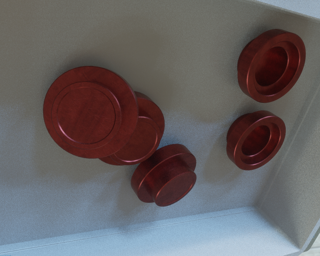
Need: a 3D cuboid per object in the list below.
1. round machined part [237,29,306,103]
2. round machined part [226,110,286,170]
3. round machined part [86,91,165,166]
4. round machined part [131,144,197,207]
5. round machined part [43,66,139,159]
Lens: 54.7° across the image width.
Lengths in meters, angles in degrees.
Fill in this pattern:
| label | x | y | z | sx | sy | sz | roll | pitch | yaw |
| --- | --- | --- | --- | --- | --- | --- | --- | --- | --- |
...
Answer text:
| label | x | y | z | sx | sy | sz | roll | pitch | yaw |
| --- | --- | --- | --- | --- | --- | --- | --- | --- | --- |
| round machined part | 0.147 | -0.087 | 0.426 | 0.099 | 0.042 | 0.097 | -14 | 125 | -21 |
| round machined part | 0.145 | 0.015 | 0.489 | 0.099 | 0.042 | 0.097 | -14 | 125 | -21 |
| round machined part | -0.038 | 0.007 | 0.383 | 0.099 | 0.042 | 0.097 | -14 | 124 | -21 |
| round machined part | 0.012 | 0.073 | 0.437 | 0.099 | 0.042 | 0.097 | -24 | 141 | -21 |
| round machined part | -0.072 | -0.015 | 0.321 | 0.099 | 0.042 | 0.097 | 0 | 99 | -1 |
